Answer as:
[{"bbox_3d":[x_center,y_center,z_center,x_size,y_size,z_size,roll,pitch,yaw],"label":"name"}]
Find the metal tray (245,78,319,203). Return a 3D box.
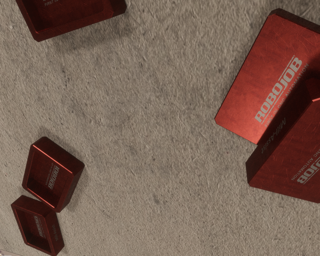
[{"bbox_3d":[0.154,0.020,0.307,0.091,0.030,0.129,15,134,-5],"label":"metal tray"}]

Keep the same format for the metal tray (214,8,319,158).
[{"bbox_3d":[0.123,-0.040,0.314,0.090,0.030,0.129,29,128,9],"label":"metal tray"}]

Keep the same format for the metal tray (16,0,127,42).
[{"bbox_3d":[-0.112,-0.161,0.361,0.130,0.030,0.090,-6,116,30],"label":"metal tray"}]

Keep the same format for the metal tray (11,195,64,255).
[{"bbox_3d":[-0.263,0.213,0.669,0.090,0.030,0.129,12,124,21],"label":"metal tray"}]

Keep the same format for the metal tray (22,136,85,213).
[{"bbox_3d":[-0.195,0.087,0.557,0.090,0.030,0.129,34,129,5],"label":"metal tray"}]
